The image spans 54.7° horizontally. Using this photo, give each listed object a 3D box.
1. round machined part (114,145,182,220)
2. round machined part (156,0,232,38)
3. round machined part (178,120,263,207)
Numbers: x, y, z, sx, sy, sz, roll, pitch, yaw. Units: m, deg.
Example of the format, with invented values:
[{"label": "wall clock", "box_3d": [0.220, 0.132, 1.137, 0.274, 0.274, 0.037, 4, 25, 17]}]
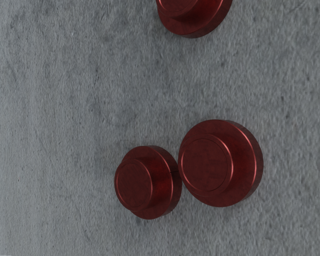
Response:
[{"label": "round machined part", "box_3d": [-0.023, 0.073, 0.411, 0.098, 0.042, 0.097, 0, 90, 39]}, {"label": "round machined part", "box_3d": [0.033, -0.160, 0.365, 0.098, 0.042, 0.097, 0, 90, 39]}, {"label": "round machined part", "box_3d": [0.059, 0.039, 0.344, 0.098, 0.042, 0.097, 0, 90, 39]}]
